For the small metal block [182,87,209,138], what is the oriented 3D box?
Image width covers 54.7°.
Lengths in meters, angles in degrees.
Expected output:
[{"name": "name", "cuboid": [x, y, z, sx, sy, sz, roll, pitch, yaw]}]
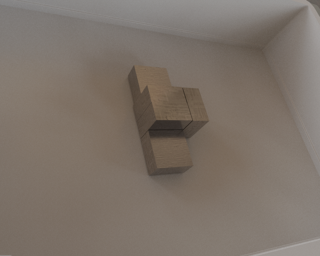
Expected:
[{"name": "small metal block", "cuboid": [0.036, -0.019, 0.418, 0.025, 0.050, 0.050, 0, 62, -28]}]

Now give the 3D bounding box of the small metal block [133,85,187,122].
[{"name": "small metal block", "cuboid": [-0.001, -0.031, 0.405, 0.050, 0.050, 0.025, 0, 62, -28]}]

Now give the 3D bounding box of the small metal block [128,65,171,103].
[{"name": "small metal block", "cuboid": [-0.013, -0.058, 0.432, 0.050, 0.025, 0.050, 0, 62, -28]}]

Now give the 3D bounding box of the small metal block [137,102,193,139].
[{"name": "small metal block", "cuboid": [0.005, -0.009, 0.395, 0.050, 0.050, 0.025, 0, 62, -28]}]

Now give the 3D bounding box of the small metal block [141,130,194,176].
[{"name": "small metal block", "cuboid": [0.008, 0.030, 0.389, 0.050, 0.025, 0.050, 0, 62, -28]}]
